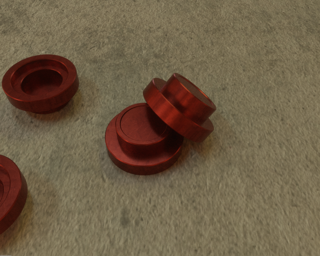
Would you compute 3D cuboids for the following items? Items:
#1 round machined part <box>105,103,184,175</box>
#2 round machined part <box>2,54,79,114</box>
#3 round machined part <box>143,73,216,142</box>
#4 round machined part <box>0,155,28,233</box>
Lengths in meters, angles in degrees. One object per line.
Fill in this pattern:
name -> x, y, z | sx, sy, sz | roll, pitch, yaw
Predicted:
round machined part -> -0.020, 0.006, 0.387 | 0.099, 0.042, 0.098 | 0, 50, 0
round machined part -> -0.164, -0.058, 0.439 | 0.099, 0.042, 0.098 | 0, 50, 0
round machined part -> 0.030, -0.031, 0.382 | 0.098, 0.042, 0.098 | 36, 19, -14
round machined part -> -0.190, 0.078, 0.325 | 0.099, 0.042, 0.098 | 0, 50, 0
